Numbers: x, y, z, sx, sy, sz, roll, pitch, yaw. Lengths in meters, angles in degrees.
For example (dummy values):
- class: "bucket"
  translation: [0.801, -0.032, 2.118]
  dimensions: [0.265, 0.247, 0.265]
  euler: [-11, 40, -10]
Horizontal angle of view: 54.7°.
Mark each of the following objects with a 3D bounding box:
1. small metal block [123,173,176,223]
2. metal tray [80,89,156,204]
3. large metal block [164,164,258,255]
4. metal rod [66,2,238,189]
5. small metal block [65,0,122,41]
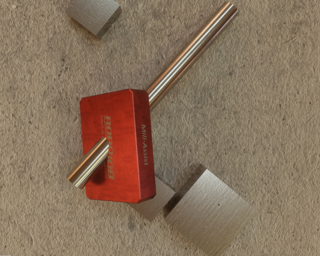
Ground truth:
- class: "small metal block"
  translation: [-0.015, 0.087, 0.410]
  dimensions: [0.050, 0.025, 0.050]
  euler: [39, 90, -1]
- class: "metal tray"
  translation: [-0.054, 0.023, 0.381]
  dimensions: [0.090, 0.030, 0.129]
  euler: [-5, 88, 35]
- class: "large metal block"
  translation: [0.062, 0.105, 0.398]
  dimensions: [0.080, 0.050, 0.080]
  euler: [40, 90, -1]
- class: "metal rod"
  translation: [-0.005, -0.046, 0.392]
  dimensions: [0.025, 0.025, 0.300]
  euler: [42, 82, 0]
- class: "small metal block"
  translation: [-0.087, -0.153, 0.409]
  dimensions: [0.050, 0.025, 0.050]
  euler: [38, 90, -1]
